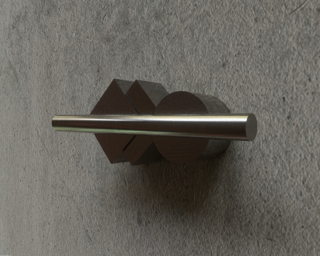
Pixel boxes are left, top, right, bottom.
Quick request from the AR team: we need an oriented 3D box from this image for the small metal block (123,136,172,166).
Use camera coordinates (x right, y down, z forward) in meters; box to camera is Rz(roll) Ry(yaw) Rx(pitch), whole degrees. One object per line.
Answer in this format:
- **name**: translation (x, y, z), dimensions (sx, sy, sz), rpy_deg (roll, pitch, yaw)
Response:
- **small metal block**: translation (-0.011, 0.021, 0.401), dimensions (0.050, 0.050, 0.025), rpy_deg (-50, 61, 28)

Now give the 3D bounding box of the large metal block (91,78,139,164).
- **large metal block**: translation (-0.046, -0.009, 0.426), dimensions (0.080, 0.050, 0.080), rpy_deg (-49, 61, 28)

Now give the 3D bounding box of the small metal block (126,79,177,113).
- **small metal block**: translation (-0.008, -0.033, 0.397), dimensions (0.025, 0.050, 0.050), rpy_deg (-50, 61, 28)

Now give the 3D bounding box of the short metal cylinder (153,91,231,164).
- **short metal cylinder**: translation (0.037, -0.001, 0.359), dimensions (0.080, 0.050, 0.080), rpy_deg (0, 90, 40)

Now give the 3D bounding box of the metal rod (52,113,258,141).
- **metal rod**: translation (-0.035, -0.004, 0.367), dimensions (0.300, 0.025, 0.025), rpy_deg (2, 91, 40)
